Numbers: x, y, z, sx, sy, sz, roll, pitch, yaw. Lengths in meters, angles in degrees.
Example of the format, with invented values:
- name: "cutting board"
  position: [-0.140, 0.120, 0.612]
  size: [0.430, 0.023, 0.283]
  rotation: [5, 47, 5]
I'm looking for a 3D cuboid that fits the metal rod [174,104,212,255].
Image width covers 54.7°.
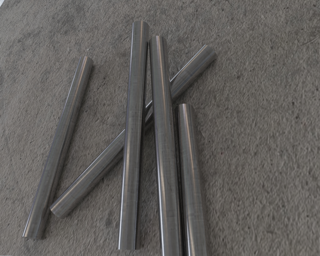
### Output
- name: "metal rod"
  position: [0.037, 0.102, 0.321]
  size: [0.025, 0.025, 0.299]
  rotation: [-16, 55, 19]

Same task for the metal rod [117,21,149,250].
- name: "metal rod"
  position: [-0.031, -0.006, 0.393]
  size: [0.025, 0.025, 0.299]
  rotation: [-8, 67, 24]

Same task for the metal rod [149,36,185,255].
- name: "metal rod"
  position: [0.006, 0.014, 0.370]
  size: [0.025, 0.025, 0.299]
  rotation: [-14, 63, 20]

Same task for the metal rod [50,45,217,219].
- name: "metal rod"
  position: [-0.032, 0.002, 0.419]
  size: [0.300, 0.025, 0.025]
  rotation: [-47, 51, -5]

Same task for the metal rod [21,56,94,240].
- name: "metal rod"
  position: [-0.148, 0.013, 0.473]
  size: [0.025, 0.025, 0.300]
  rotation: [-6, 59, 25]
